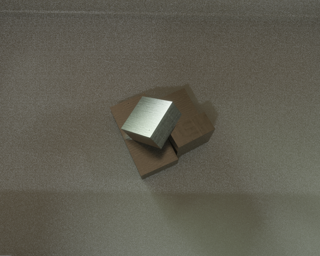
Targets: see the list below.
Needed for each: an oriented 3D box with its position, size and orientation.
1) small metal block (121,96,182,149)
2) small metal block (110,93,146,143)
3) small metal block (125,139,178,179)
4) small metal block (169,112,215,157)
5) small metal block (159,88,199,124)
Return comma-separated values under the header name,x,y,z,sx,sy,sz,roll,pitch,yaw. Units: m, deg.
name,x,y,z,sx,sy,sz,roll,pitch,yaw
small metal block,-0.010,-0.008,0.371,0.050,0.025,0.050,15,66,42
small metal block,-0.032,-0.011,0.412,0.050,0.025,0.050,-24,72,-9
small metal block,-0.011,0.031,0.397,0.050,0.025,0.050,-24,72,-9
small metal block,0.037,0.010,0.391,0.050,0.050,0.025,-27,73,-10
small metal block,0.020,-0.019,0.415,0.050,0.025,0.050,-24,72,-9
